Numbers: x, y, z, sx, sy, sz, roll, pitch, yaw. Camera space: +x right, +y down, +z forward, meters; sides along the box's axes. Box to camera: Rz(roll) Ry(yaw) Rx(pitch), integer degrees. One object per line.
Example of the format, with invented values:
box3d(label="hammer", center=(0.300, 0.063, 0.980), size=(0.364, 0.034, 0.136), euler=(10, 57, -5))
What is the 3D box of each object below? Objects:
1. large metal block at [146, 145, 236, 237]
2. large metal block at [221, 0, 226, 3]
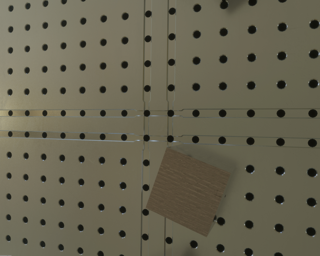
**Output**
box3d(label="large metal block", center=(0.039, 0.074, 0.386), size=(0.080, 0.050, 0.080), euler=(21, 97, 18))
box3d(label="large metal block", center=(0.082, -0.215, 0.371), size=(0.080, 0.050, 0.080), euler=(-36, 79, 16))
